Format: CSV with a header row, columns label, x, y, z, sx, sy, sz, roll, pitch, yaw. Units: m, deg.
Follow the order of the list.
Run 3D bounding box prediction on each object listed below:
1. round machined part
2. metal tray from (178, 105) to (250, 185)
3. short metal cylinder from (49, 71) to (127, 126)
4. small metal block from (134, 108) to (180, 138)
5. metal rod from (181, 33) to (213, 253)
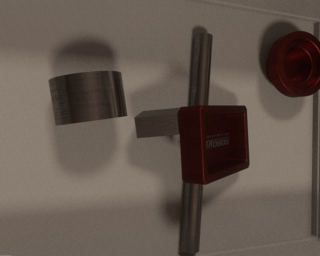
label,x,y,z,sx,sy,sz,roll,pitch,yaw
round machined part,0.206,-0.096,0.479,0.099,0.042,0.097,0,90,-21
metal tray,0.075,0.016,0.403,0.131,0.030,0.089,-5,92,-52
short metal cylinder,-0.081,-0.033,0.352,0.081,0.080,0.050,-9,93,-20
small metal block,0.000,-0.007,0.387,0.050,0.050,0.025,-5,101,9
metal rod,0.051,0.019,0.430,0.025,0.025,0.298,4,89,-20
